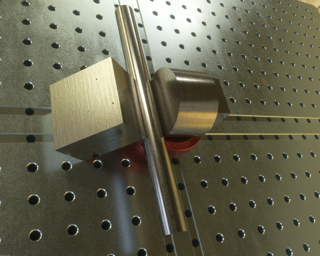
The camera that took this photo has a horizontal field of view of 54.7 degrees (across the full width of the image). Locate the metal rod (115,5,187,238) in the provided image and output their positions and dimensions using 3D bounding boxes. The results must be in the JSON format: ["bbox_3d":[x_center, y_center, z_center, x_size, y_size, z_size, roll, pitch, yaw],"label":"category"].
[{"bbox_3d":[-0.018,-0.028,0.364,0.025,0.025,0.299,1,61,-28],"label":"metal rod"}]

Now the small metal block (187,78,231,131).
[{"bbox_3d":[0.056,-0.028,0.387,0.025,0.050,0.050,1,62,-28],"label":"small metal block"}]

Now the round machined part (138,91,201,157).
[{"bbox_3d":[0.004,-0.006,0.403,0.099,0.042,0.098,14,56,-21],"label":"round machined part"}]

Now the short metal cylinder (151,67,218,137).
[{"bbox_3d":[0.024,-0.029,0.366,0.050,0.080,0.080,1,62,-28],"label":"short metal cylinder"}]

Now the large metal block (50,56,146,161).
[{"bbox_3d":[-0.069,-0.018,0.340,0.050,0.080,0.080,40,33,-60],"label":"large metal block"}]
